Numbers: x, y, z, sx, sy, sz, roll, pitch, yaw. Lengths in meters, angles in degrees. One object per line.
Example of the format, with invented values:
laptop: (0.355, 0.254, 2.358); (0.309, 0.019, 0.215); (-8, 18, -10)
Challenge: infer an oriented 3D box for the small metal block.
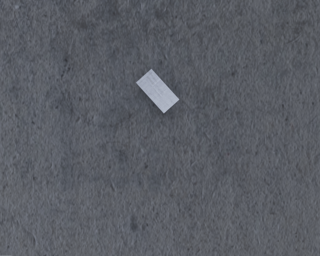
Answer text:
small metal block: (-0.003, -0.045, 0.397); (0.025, 0.050, 0.050); (-42, 90, 0)
